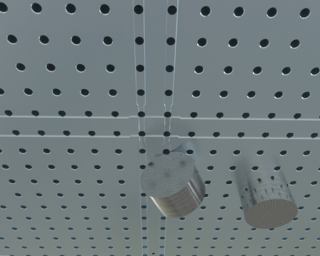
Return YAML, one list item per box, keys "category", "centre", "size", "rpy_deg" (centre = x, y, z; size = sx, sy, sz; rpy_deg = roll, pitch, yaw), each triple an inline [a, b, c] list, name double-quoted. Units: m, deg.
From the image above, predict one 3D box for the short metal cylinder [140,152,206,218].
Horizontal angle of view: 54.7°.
- category: "short metal cylinder"
  centre: [0.019, 0.080, 0.444]
  size: [0.080, 0.080, 0.050]
  rpy_deg: [-18, 128, 14]

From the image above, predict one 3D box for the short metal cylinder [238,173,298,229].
- category: "short metal cylinder"
  centre: [0.172, 0.118, 0.499]
  size: [0.081, 0.050, 0.079]
  rpy_deg: [0, 130, 0]
